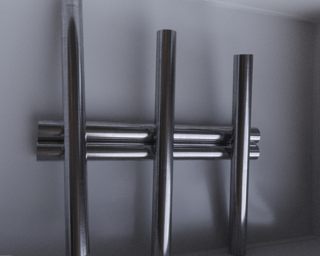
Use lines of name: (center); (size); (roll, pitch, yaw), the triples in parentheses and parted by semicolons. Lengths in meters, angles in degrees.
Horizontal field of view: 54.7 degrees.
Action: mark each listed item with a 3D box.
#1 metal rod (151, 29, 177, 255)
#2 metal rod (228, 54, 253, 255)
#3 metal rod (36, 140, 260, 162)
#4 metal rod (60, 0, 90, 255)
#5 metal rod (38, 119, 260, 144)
metal rod: (0.005, 0.030, 0.386); (0.025, 0.025, 0.298); (2, 90, -20)
metal rod: (0.110, 0.052, 0.428); (0.025, 0.025, 0.298); (-4, 100, -20)
metal rod: (-0.001, 0.031, 0.410); (0.303, 0.025, 0.025); (2, 90, -21)
metal rod: (-0.096, -0.014, 0.348); (0.025, 0.025, 0.298); (-1, 82, -20)
metal rod: (0.001, 0.007, 0.411); (0.303, 0.025, 0.025); (2, 90, -21)
